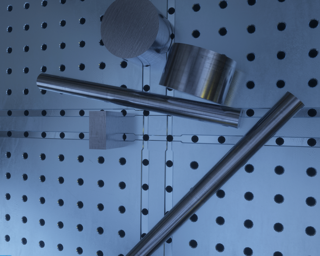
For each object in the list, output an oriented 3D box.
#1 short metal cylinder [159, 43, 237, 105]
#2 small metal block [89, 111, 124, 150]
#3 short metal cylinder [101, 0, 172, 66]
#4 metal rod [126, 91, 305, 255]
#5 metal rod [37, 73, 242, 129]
[{"bbox_3d":[0.044,-0.063,0.368,0.080,0.080,0.050,20,97,19],"label":"short metal cylinder"},{"bbox_3d":[-0.072,0.003,0.425,0.025,0.050,0.050,0,90,20],"label":"small metal block"},{"bbox_3d":[-0.030,-0.127,0.410,0.080,0.050,0.079,0,90,20],"label":"short metal cylinder"},{"bbox_3d":[0.060,0.074,0.391,0.025,0.025,0.299,45,104,14],"label":"metal rod"},{"bbox_3d":[-0.042,-0.041,0.427,0.301,0.025,0.025,12,94,19],"label":"metal rod"}]
